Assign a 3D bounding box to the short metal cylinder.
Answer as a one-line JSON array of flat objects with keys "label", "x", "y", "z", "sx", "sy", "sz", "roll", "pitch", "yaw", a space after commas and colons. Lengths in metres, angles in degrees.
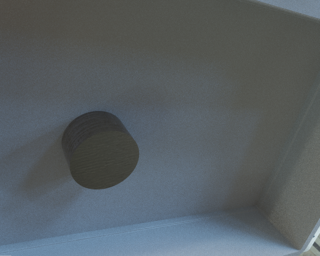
[{"label": "short metal cylinder", "x": -0.072, "y": 0.026, "z": 0.371, "sx": 0.081, "sy": 0.050, "sz": 0.079, "roll": -14, "pitch": 125, "yaw": -21}]
